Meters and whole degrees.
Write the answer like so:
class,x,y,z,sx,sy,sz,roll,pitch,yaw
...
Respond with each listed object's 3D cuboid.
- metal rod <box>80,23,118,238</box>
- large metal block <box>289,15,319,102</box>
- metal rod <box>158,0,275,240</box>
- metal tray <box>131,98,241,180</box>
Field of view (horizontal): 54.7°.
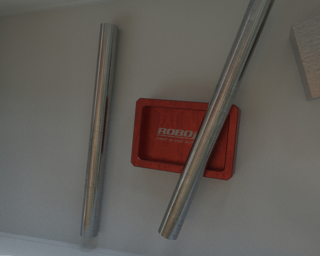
class,x,y,z,sx,sy,sz,roll,pitch,yaw
metal rod,-0.086,0.005,0.439,0.025,0.025,0.298,7,92,19
large metal block,0.192,-0.079,0.330,0.080,0.050,0.080,-15,85,19
metal rod,0.062,-0.010,0.355,0.025,0.025,0.298,23,97,18
metal tray,0.031,0.011,0.396,0.130,0.030,0.089,6,92,19
